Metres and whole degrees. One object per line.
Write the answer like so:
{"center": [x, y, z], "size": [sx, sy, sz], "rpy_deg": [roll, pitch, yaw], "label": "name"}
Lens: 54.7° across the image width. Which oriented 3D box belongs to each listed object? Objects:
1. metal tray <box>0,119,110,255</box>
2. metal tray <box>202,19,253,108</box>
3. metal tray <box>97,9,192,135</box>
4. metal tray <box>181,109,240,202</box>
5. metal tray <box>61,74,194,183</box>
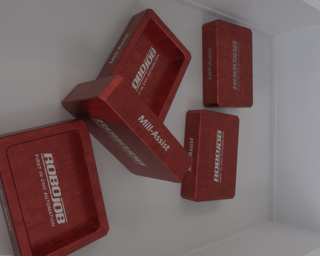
{"center": [-0.108, 0.062, 0.312], "size": [0.091, 0.030, 0.129], "rpy_deg": [-17, 101, -39], "label": "metal tray"}
{"center": [0.109, -0.097, 0.495], "size": [0.091, 0.030, 0.129], "rpy_deg": [-2, 91, -40], "label": "metal tray"}
{"center": [-0.018, -0.068, 0.380], "size": [0.090, 0.030, 0.130], "rpy_deg": [40, 61, -33], "label": "metal tray"}
{"center": [0.078, 0.042, 0.468], "size": [0.091, 0.030, 0.129], "rpy_deg": [7, 86, -40], "label": "metal tray"}
{"center": [-0.034, 0.005, 0.335], "size": [0.130, 0.090, 0.030], "rpy_deg": [49, 60, -29], "label": "metal tray"}
